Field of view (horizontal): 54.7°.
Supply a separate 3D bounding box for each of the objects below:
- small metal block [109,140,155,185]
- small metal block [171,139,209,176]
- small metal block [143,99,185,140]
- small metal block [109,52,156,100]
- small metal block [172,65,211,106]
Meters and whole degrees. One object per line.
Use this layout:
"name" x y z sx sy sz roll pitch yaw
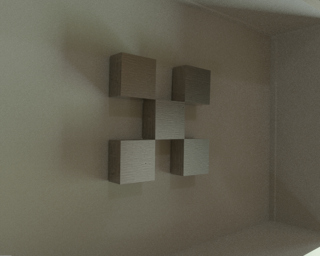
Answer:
"small metal block" -0.034 0.039 0.376 0.050 0.025 0.050 1 90 -40
"small metal block" 0.043 0.040 0.440 0.050 0.025 0.050 2 89 -40
"small metal block" 0.006 -0.010 0.408 0.050 0.025 0.050 1 90 -40
"small metal block" -0.033 -0.061 0.376 0.050 0.025 0.050 2 89 -40
"small metal block" 0.045 -0.059 0.441 0.050 0.025 0.050 3 88 -40
